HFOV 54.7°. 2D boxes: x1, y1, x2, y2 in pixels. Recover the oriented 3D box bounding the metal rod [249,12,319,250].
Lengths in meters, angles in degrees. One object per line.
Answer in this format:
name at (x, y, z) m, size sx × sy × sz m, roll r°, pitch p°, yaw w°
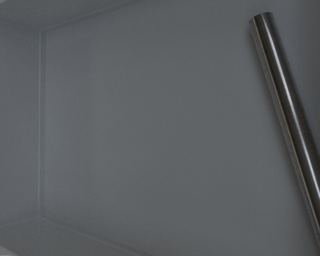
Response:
metal rod at (0.138, 0.030, 0.292) m, size 0.025 × 0.025 × 0.299 m, roll -22°, pitch 76°, yaw 37°
